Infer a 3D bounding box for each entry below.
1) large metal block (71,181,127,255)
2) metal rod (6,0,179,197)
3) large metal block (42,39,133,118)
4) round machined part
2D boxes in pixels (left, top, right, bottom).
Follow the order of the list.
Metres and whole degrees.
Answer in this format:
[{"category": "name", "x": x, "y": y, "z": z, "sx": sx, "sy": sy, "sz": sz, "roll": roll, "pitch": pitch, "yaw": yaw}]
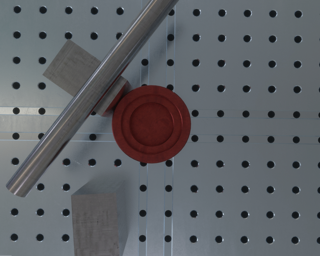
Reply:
[{"category": "large metal block", "x": -0.072, "y": 0.113, "z": 0.385, "sx": 0.050, "sy": 0.080, "sz": 0.080, "roll": -3, "pitch": 90, "yaw": 0}, {"category": "metal rod", "x": -0.062, "y": -0.052, "z": 0.332, "sx": 0.025, "sy": 0.025, "sz": 0.300, "roll": 38, "pitch": 90, "yaw": 0}, {"category": "large metal block", "x": -0.084, "y": -0.057, "z": 0.385, "sx": 0.080, "sy": 0.080, "sz": 0.050, "roll": 35, "pitch": 90, "yaw": 0}, {"category": "round machined part", "x": -0.010, "y": -0.005, "z": 0.405, "sx": 0.099, "sy": 0.042, "sz": 0.097, "roll": 0, "pitch": 90, "yaw": 0}]
